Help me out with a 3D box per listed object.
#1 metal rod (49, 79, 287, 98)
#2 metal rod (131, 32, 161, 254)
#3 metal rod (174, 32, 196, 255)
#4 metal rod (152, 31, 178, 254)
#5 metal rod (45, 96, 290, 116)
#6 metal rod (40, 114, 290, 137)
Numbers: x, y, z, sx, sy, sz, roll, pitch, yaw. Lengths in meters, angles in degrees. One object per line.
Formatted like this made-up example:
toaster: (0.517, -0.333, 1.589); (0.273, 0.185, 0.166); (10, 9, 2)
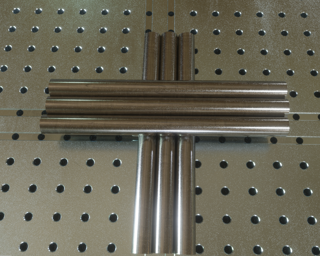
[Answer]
metal rod: (0.010, -0.050, 0.404); (0.302, 0.025, 0.025); (1, 70, 0)
metal rod: (-0.016, 0.005, 0.410); (0.025, 0.025, 0.299); (2, 70, 1)
metal rod: (0.034, 0.006, 0.410); (0.025, 0.025, 0.299); (2, 70, 1)
metal rod: (0.009, 0.004, 0.410); (0.025, 0.025, 0.299); (2, 70, 1)
metal rod: (0.009, -0.027, 0.395); (0.302, 0.025, 0.025); (1, 70, 0)
metal rod: (0.006, -0.003, 0.386); (0.302, 0.025, 0.025); (1, 70, 0)
